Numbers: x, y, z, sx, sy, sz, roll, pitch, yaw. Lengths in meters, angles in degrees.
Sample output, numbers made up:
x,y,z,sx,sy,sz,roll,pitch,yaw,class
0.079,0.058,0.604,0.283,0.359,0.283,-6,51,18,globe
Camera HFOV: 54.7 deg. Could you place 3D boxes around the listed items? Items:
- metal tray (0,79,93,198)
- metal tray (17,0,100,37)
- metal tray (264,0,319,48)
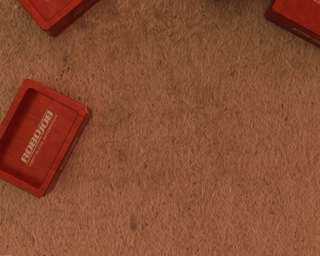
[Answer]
x,y,z,sx,sy,sz,roll,pitch,yaw,class
-0.159,0.013,0.405,0.090,0.030,0.130,27,90,0,metal tray
-0.124,-0.196,0.406,0.130,0.030,0.090,-40,90,0,metal tray
0.219,-0.159,0.409,0.130,0.030,0.090,28,90,0,metal tray
